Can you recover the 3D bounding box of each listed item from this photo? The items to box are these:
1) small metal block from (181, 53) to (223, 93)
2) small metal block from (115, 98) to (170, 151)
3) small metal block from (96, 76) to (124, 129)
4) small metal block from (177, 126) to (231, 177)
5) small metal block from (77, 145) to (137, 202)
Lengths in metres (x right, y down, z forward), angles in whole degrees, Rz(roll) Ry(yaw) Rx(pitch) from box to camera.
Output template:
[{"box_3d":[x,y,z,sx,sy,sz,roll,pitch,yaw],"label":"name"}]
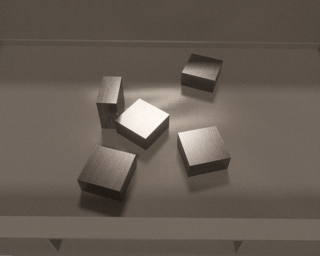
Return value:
[{"box_3d":[0.065,-0.085,0.478,0.050,0.025,0.050,16,52,13],"label":"small metal block"},{"box_3d":[-0.023,-0.006,0.410,0.050,0.025,0.050,30,56,22],"label":"small metal block"},{"box_3d":[-0.065,-0.034,0.417,0.025,0.050,0.050,2,50,2],"label":"small metal block"},{"box_3d":[0.053,0.028,0.382,0.050,0.025,0.050,-10,51,-9],"label":"small metal block"},{"box_3d":[-0.060,0.052,0.361,0.050,0.025,0.050,13,51,10],"label":"small metal block"}]
